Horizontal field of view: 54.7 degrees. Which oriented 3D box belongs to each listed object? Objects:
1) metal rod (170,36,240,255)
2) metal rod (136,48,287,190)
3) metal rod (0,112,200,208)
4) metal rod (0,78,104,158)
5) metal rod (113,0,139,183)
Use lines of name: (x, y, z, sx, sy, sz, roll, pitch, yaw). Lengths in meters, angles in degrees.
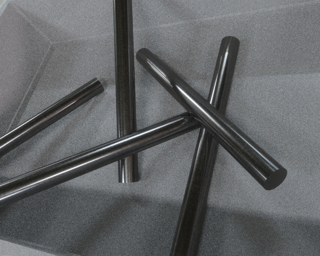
metal rod: (0.058, 0.014, 0.366, 0.025, 0.025, 0.300, 3, 63, 29)
metal rod: (0.037, -0.035, 0.379, 0.025, 0.025, 0.300, -40, 43, 1)
metal rod: (-0.089, 0.040, 0.349, 0.302, 0.025, 0.025, -21, 50, -16)
metal rod: (-0.213, 0.015, 0.453, 0.301, 0.025, 0.025, -37, 49, -18)
metal rod: (-0.046, -0.081, 0.401, 0.025, 0.025, 0.298, -5, 84, 25)
